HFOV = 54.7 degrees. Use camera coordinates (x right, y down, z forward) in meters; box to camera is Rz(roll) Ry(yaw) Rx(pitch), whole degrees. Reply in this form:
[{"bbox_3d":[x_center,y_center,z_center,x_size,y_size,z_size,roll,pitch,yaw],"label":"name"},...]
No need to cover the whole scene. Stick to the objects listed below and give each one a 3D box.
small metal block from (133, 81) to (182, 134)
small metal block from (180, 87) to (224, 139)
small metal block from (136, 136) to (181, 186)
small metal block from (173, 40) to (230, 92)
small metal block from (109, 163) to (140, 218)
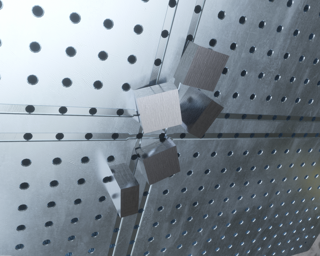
[{"bbox_3d":[-0.002,-0.026,0.388,0.050,0.025,0.050,-14,122,-7],"label":"small metal block"},{"bbox_3d":[0.048,-0.022,0.409,0.025,0.050,0.050,27,104,-38],"label":"small metal block"},{"bbox_3d":[-0.002,0.047,0.441,0.050,0.025,0.050,-23,127,-15],"label":"small metal block"},{"bbox_3d":[0.052,-0.078,0.393,0.050,0.025,0.050,8,114,-33],"label":"small metal block"},{"bbox_3d":[-0.050,0.084,0.421,0.025,0.050,0.050,-10,123,-24],"label":"small metal block"}]
